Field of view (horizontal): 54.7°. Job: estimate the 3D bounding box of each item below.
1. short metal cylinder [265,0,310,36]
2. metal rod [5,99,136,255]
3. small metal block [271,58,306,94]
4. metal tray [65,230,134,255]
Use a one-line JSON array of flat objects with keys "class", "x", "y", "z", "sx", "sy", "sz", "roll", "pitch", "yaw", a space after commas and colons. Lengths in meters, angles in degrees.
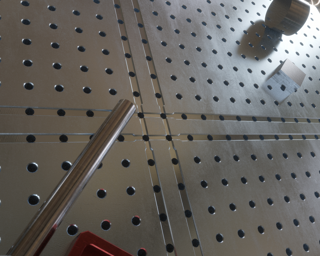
[{"class": "short metal cylinder", "x": 0.278, "y": -0.250, "z": 0.678, "sx": 0.050, "sy": 0.080, "sz": 0.080, "roll": 16, "pitch": 55, "yaw": -20}, {"class": "metal rod", "x": -0.100, "y": 0.074, "z": 0.309, "sx": 0.025, "sy": 0.025, "sz": 0.301, "roll": 34, "pitch": 51, "yaw": -6}, {"class": "small metal block", "x": 0.255, "y": -0.103, "z": 0.612, "sx": 0.050, "sy": 0.025, "sz": 0.050, "roll": 42, "pitch": 51, "yaw": 0}, {"class": "metal tray", "x": -0.039, "y": 0.166, "z": 0.283, "sx": 0.130, "sy": 0.030, "sz": 0.090, "roll": 32, "pitch": 51, "yaw": -8}]
